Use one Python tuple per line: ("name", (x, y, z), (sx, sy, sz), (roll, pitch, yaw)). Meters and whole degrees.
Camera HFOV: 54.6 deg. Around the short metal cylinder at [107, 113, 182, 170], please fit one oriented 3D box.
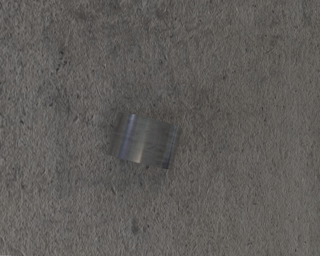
("short metal cylinder", (-0.018, 0.016, 0.373), (0.080, 0.080, 0.050), (16, 85, -19))
